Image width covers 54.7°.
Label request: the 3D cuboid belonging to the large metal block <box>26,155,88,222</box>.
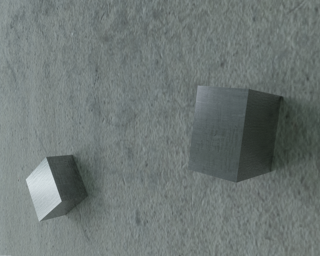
[{"bbox_3d":[-0.179,0.102,0.533,0.080,0.050,0.080,-41,65,32],"label":"large metal block"}]

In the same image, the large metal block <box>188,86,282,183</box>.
[{"bbox_3d":[0.076,0.003,0.306,0.050,0.081,0.079,10,97,39],"label":"large metal block"}]
